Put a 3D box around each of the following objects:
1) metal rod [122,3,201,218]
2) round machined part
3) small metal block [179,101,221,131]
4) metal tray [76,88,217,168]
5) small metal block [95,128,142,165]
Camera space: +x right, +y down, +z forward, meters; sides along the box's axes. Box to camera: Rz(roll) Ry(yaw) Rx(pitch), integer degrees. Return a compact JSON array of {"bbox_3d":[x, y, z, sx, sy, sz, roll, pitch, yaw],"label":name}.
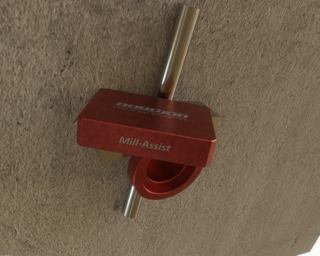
[{"bbox_3d":[-0.006,-0.005,0.404,0.025,0.025,0.298,2,117,-30],"label":"metal rod"},{"bbox_3d":[0.005,0.040,0.390,0.099,0.042,0.097,-16,129,-21],"label":"round machined part"},{"bbox_3d":[0.042,-0.014,0.408,0.050,0.050,0.025,-2,119,-28],"label":"small metal block"},{"bbox_3d":[-0.011,-0.004,0.329,0.131,0.090,0.030,10,115,-1],"label":"metal tray"},{"bbox_3d":[-0.054,0.012,0.371,0.050,0.050,0.025,-18,126,-19],"label":"small metal block"}]
